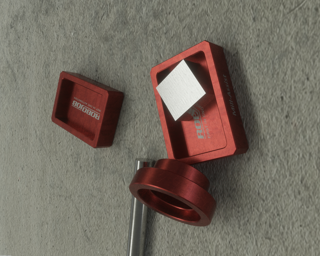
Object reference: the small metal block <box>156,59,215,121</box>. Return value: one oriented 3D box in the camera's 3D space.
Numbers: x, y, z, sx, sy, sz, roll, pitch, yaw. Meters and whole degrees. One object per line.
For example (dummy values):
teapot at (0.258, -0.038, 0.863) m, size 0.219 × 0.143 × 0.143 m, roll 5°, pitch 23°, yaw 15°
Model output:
small metal block at (0.030, -0.043, 0.362) m, size 0.050 × 0.025 × 0.050 m, roll -43°, pitch 64°, yaw 31°

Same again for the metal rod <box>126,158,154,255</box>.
metal rod at (-0.036, 0.191, 0.432) m, size 0.025 × 0.025 × 0.298 m, roll 9°, pitch 96°, yaw 39°

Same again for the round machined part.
round machined part at (0.018, 0.070, 0.354) m, size 0.098 × 0.098 × 0.042 m, roll 1°, pitch 53°, yaw 39°

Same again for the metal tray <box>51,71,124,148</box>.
metal tray at (-0.120, -0.032, 0.498) m, size 0.130 × 0.030 × 0.089 m, roll 25°, pitch 106°, yaw 36°

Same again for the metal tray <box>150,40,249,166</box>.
metal tray at (0.042, -0.024, 0.365) m, size 0.090 × 0.030 × 0.129 m, roll -20°, pitch 78°, yaw 38°
